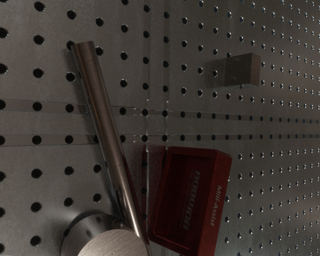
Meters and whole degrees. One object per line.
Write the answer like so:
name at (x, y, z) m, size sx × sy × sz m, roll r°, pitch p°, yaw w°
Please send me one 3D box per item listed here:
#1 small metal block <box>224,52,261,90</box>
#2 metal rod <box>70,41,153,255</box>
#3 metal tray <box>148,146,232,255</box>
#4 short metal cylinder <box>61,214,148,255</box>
small metal block at (0.135, -0.092, 0.509) m, size 0.025 × 0.050 × 0.050 m, roll 9°, pitch 84°, yaw -40°
metal rod at (-0.050, 0.049, 0.368) m, size 0.025 × 0.025 × 0.298 m, roll -23°, pitch 105°, yaw -38°
metal tray at (0.037, 0.091, 0.400) m, size 0.030 × 0.090 × 0.129 m, roll 22°, pitch 76°, yaw -38°
short metal cylinder at (-0.061, 0.140, 0.334) m, size 0.081 × 0.050 × 0.079 m, roll -3°, pitch 95°, yaw -29°
